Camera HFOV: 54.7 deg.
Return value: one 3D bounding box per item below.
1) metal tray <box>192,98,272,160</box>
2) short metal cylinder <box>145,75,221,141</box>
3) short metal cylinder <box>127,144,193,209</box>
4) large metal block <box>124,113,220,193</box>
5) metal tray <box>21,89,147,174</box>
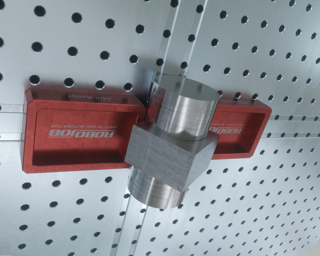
[{"bbox_3d":[0.096,0.002,0.461,0.131,0.030,0.089,1,118,-29],"label":"metal tray"},{"bbox_3d":[0.026,-0.026,0.373,0.081,0.080,0.050,1,118,-29],"label":"short metal cylinder"},{"bbox_3d":[0.001,0.062,0.414,0.081,0.080,0.050,2,118,-29],"label":"short metal cylinder"},{"bbox_3d":[0.017,0.024,0.381,0.080,0.080,0.050,-26,137,-57],"label":"large metal block"},{"bbox_3d":[-0.089,0.005,0.362,0.131,0.030,0.089,1,118,-29],"label":"metal tray"}]
